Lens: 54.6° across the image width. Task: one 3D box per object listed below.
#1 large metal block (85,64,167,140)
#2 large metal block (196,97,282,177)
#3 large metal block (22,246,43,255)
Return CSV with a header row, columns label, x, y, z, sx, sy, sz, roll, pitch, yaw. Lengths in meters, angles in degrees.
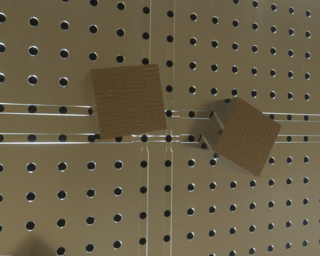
label,x,y,z,sx,sy,sz,roll,pitch,yaw
large metal block,-0.043,-0.032,0.383,0.081,0.050,0.080,-9,93,-20
large metal block,0.111,0.013,0.440,0.080,0.050,0.080,30,80,-18
large metal block,-0.146,0.197,0.346,0.080,0.050,0.080,-46,104,-14
